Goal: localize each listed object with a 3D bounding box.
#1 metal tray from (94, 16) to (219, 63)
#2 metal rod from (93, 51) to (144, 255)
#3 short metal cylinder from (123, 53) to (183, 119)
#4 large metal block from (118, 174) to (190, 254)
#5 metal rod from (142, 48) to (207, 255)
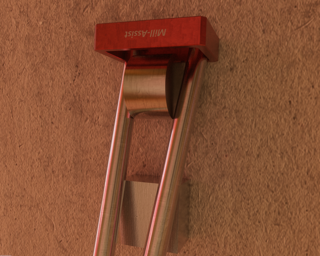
[{"bbox_3d":[-0.001,-0.102,0.375,0.130,0.090,0.030,3,91,19],"label":"metal tray"},{"bbox_3d":[-0.051,0.042,0.379,0.025,0.025,0.299,2,76,19],"label":"metal rod"},{"bbox_3d":[-0.005,-0.050,0.382,0.050,0.080,0.079,2,91,19],"label":"short metal cylinder"},{"bbox_3d":[-0.008,0.105,0.396,0.080,0.050,0.079,2,91,19],"label":"large metal block"},{"bbox_3d":[0.015,0.046,0.355,0.025,0.025,0.299,9,78,19],"label":"metal rod"}]
